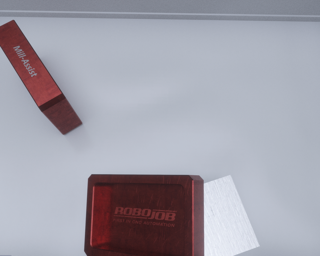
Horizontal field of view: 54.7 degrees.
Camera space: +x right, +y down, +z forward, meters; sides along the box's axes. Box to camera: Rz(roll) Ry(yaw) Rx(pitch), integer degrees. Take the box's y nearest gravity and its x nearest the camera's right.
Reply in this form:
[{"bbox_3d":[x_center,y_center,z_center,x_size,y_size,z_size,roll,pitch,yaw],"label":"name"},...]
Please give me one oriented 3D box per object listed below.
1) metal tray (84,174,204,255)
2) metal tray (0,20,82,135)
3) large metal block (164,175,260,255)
[{"bbox_3d":[-0.019,0.096,0.333,0.130,0.030,0.090,-4,79,27],"label":"metal tray"},{"bbox_3d":[-0.154,-0.062,0.395,0.030,0.090,0.130,-34,74,-11],"label":"metal tray"},{"bbox_3d":[0.054,0.109,0.357,0.081,0.050,0.080,-17,71,-7],"label":"large metal block"}]
